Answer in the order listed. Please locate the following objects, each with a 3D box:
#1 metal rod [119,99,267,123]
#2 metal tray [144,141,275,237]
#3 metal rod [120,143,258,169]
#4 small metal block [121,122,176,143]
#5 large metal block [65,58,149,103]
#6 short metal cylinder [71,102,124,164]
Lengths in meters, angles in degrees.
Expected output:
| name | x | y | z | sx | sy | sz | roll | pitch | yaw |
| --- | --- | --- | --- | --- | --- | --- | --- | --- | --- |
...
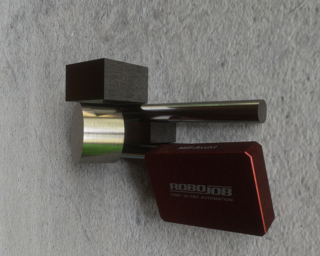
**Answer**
| name | x | y | z | sx | sy | sz | roll | pitch | yaw |
| --- | --- | --- | --- | --- | --- | --- | --- | --- | --- |
| metal rod | -0.010 | -0.020 | 0.413 | 0.300 | 0.025 | 0.025 | 1 | 91 | 39 |
| metal tray | 0.050 | 0.064 | 0.342 | 0.130 | 0.030 | 0.089 | -5 | 105 | 38 |
| metal rod | -0.014 | 0.031 | 0.416 | 0.300 | 0.025 | 0.025 | 0 | 90 | 39 |
| small metal block | -0.014 | 0.005 | 0.399 | 0.050 | 0.050 | 0.025 | 1 | 91 | 39 |
| large metal block | -0.072 | -0.061 | 0.429 | 0.080 | 0.081 | 0.050 | 1 | 91 | 39 |
| short metal cylinder | -0.085 | 0.007 | 0.412 | 0.080 | 0.050 | 0.080 | -8 | 81 | 63 |
